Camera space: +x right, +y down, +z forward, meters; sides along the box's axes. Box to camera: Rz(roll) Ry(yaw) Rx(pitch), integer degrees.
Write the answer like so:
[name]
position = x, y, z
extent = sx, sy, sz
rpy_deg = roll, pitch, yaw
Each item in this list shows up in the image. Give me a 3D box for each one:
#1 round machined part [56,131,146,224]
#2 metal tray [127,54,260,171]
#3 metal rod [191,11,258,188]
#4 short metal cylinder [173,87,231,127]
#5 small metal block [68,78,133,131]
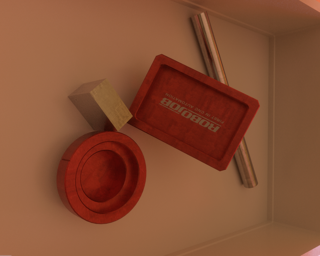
[round machined part]
position = -0.067, 0.051, 0.341
extent = 0.099, 0.042, 0.097
rpy_deg = 0, 91, -40
[metal tray]
position = 0.037, -0.018, 0.366
extent = 0.090, 0.130, 0.030
rpy_deg = -63, 173, 4
[metal rod]
position = 0.108, -0.035, 0.499
extent = 0.025, 0.025, 0.298
rpy_deg = -34, 111, -35
[short metal cylinder]
position = 0.055, -0.026, 0.420
extent = 0.081, 0.080, 0.050
rpy_deg = 0, 90, -40
[small metal block]
position = -0.065, -0.024, 0.337
extent = 0.025, 0.050, 0.050
rpy_deg = -48, 119, -30
